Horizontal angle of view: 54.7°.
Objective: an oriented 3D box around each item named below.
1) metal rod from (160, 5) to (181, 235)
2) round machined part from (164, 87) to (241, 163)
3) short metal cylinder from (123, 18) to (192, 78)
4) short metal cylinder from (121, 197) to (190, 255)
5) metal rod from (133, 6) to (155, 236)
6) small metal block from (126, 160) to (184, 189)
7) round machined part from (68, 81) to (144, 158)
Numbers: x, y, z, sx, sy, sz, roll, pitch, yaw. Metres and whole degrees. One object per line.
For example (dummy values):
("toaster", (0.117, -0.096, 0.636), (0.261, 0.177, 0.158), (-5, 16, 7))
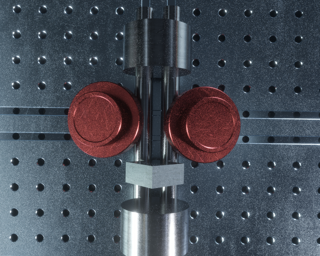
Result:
("metal rod", (0.013, -0.009, 0.412), (0.025, 0.025, 0.298), (1, 90, 0))
("round machined part", (0.059, -0.004, 0.392), (0.099, 0.042, 0.097), (0, 90, -15))
("short metal cylinder", (-0.003, -0.090, 0.363), (0.081, 0.080, 0.050), (1, 90, 0))
("short metal cylinder", (-0.006, 0.115, 0.364), (0.081, 0.080, 0.050), (1, 90, 0))
("metal rod", (-0.022, -0.008, 0.412), (0.025, 0.025, 0.298), (1, 90, 0))
("small metal block", (-0.006, 0.055, 0.377), (0.050, 0.050, 0.025), (1, 90, -42))
("round machined part", (-0.073, -0.011, 0.392), (0.098, 0.042, 0.097), (0, 90, 14))
